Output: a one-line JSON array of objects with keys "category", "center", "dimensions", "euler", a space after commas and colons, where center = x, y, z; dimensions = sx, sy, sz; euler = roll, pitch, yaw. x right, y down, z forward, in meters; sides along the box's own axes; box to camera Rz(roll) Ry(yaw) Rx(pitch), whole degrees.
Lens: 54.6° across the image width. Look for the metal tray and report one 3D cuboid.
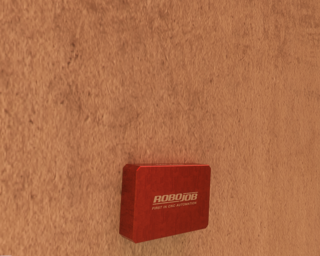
[{"category": "metal tray", "center": [0.012, 0.093, 0.410], "dimensions": [0.131, 0.030, 0.090], "euler": [5, 87, -40]}]
